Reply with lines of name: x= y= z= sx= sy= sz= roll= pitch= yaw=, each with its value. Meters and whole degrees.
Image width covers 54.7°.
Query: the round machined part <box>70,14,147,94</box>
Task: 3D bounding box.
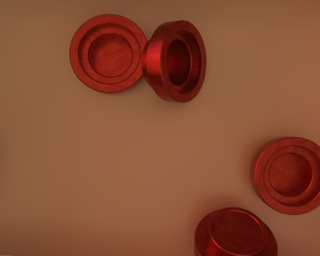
round machined part: x=-0.062 y=-0.092 z=0.402 sx=0.099 sy=0.042 sz=0.097 roll=0 pitch=90 yaw=-1

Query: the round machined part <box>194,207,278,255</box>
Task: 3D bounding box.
round machined part: x=0.091 y=0.135 z=0.374 sx=0.099 sy=0.098 sz=0.042 roll=-1 pitch=125 yaw=-1

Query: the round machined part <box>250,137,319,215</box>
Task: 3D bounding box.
round machined part: x=0.167 y=0.060 z=0.405 sx=0.099 sy=0.042 sz=0.097 roll=0 pitch=90 yaw=-1

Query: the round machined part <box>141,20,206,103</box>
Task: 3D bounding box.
round machined part: x=0.015 y=-0.081 z=0.385 sx=0.042 sy=0.099 sz=0.097 roll=7 pitch=90 yaw=38
